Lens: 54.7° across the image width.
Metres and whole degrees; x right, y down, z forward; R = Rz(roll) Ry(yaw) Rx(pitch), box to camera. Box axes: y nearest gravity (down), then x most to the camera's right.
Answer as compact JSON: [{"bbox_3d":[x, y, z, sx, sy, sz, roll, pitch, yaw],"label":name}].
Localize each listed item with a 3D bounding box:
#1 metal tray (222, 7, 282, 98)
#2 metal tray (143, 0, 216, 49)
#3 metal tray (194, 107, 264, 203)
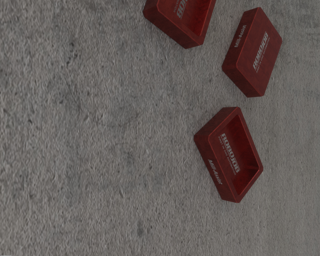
[{"bbox_3d":[0.163,-0.130,0.537,0.090,0.030,0.130,37,67,-34],"label":"metal tray"},{"bbox_3d":[0.036,-0.189,0.430,0.090,0.030,0.130,28,73,-37],"label":"metal tray"},{"bbox_3d":[0.114,0.042,0.496,0.090,0.030,0.130,-41,115,-32],"label":"metal tray"}]
